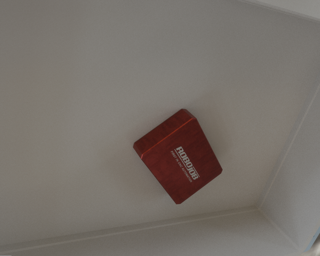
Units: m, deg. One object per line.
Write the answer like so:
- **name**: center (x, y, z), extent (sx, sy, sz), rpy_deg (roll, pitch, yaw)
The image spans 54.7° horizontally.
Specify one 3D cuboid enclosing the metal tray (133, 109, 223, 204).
- **metal tray**: center (0.031, 0.046, 0.452), extent (0.090, 0.030, 0.130), rpy_deg (-36, 130, -5)
